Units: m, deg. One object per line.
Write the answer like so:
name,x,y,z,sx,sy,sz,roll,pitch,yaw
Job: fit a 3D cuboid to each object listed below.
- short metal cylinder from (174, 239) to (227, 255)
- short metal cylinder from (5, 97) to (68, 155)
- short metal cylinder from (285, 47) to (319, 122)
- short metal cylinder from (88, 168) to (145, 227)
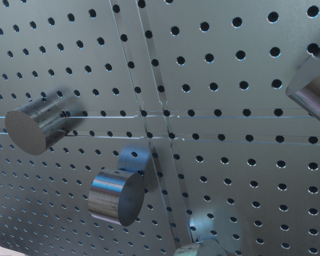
short metal cylinder,0.064,0.217,0.476,0.050,0.080,0.080,-32,101,38
short metal cylinder,-0.198,-0.003,0.498,0.080,0.050,0.079,13,124,21
short metal cylinder,0.157,-0.044,0.266,0.050,0.080,0.080,39,129,2
short metal cylinder,-0.064,0.104,0.474,0.050,0.080,0.079,8,122,24
